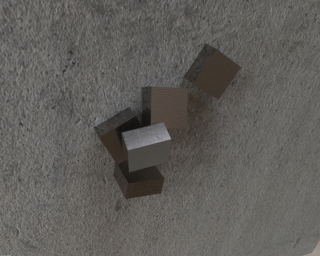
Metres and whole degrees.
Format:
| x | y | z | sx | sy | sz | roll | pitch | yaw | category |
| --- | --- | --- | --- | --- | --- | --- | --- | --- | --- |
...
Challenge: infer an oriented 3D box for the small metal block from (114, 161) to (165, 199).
| x | y | z | sx | sy | sz | roll | pitch | yaw | category |
| --- | --- | --- | --- | --- | --- | --- | --- | --- | --- |
| -0.029 | 0.066 | 0.415 | 0.050 | 0.050 | 0.025 | -3 | 120 | -27 | small metal block |

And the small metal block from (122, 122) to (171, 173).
| x | y | z | sx | sy | sz | roll | pitch | yaw | category |
| --- | --- | --- | --- | --- | --- | --- | --- | --- | --- |
| -0.017 | 0.024 | 0.367 | 0.050 | 0.025 | 0.050 | -14 | 146 | -14 | small metal block |

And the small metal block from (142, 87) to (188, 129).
| x | y | z | sx | sy | sz | roll | pitch | yaw | category |
| --- | --- | --- | --- | --- | --- | --- | --- | --- | --- |
| 0.006 | -0.025 | 0.383 | 0.050 | 0.025 | 0.050 | -1 | 96 | -28 | small metal block |

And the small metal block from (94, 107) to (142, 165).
| x | y | z | sx | sy | sz | roll | pitch | yaw | category |
| --- | --- | --- | --- | --- | --- | --- | --- | --- | --- |
| -0.046 | 0.010 | 0.388 | 0.050 | 0.025 | 0.050 | -32 | 129 | -8 | small metal block |

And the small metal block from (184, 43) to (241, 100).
| x | y | z | sx | sy | sz | roll | pitch | yaw | category |
| --- | --- | --- | --- | --- | --- | --- | --- | --- | --- |
| 0.068 | -0.072 | 0.399 | 0.050 | 0.025 | 0.050 | 24 | 105 | -37 | small metal block |
